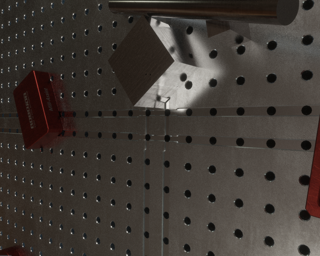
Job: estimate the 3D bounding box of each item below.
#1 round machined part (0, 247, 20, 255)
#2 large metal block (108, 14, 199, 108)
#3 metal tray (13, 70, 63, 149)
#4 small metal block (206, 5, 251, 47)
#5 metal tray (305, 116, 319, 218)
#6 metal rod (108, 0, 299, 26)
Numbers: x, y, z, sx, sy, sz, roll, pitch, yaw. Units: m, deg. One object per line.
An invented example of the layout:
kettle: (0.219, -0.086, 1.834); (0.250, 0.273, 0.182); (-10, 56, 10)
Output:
round machined part: (-0.341, 0.316, 0.675); (0.098, 0.042, 0.097); (0, 90, 39)
large metal block: (-0.011, -0.083, 0.400); (0.080, 0.050, 0.080); (-44, 64, 30)
metal tray: (-0.238, -0.034, 0.599); (0.090, 0.030, 0.129); (-31, 71, 35)
small metal block: (0.072, -0.119, 0.332); (0.025, 0.050, 0.050); (-12, 83, 39)
metal tray: (0.181, 0.020, 0.256); (0.090, 0.030, 0.129); (11, 97, 39)
metal rod: (0.014, -0.136, 0.345); (0.300, 0.025, 0.025); (31, 110, 52)
